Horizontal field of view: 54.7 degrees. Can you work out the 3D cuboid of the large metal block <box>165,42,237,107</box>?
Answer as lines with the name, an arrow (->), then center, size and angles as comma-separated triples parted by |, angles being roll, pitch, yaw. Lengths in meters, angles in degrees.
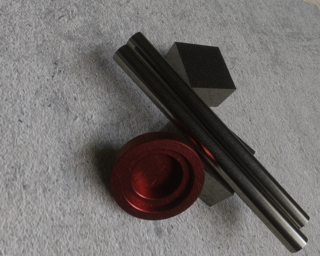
large metal block -> 0.056, -0.079, 0.468 | 0.081, 0.050, 0.080 | -2, 63, -30

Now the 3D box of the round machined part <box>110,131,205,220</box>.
round machined part -> -0.004, 0.048, 0.339 | 0.099, 0.097, 0.042 | 21, 17, -16

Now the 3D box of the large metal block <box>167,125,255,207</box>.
large metal block -> 0.064, 0.040, 0.400 | 0.080, 0.050, 0.080 | 41, 51, 0

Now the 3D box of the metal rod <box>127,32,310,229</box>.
metal rod -> 0.066, -0.001, 0.377 | 0.300, 0.025, 0.025 | 49, 51, 6

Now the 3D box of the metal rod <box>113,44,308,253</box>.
metal rod -> 0.053, 0.019, 0.358 | 0.300, 0.025, 0.025 | 48, 51, 5
